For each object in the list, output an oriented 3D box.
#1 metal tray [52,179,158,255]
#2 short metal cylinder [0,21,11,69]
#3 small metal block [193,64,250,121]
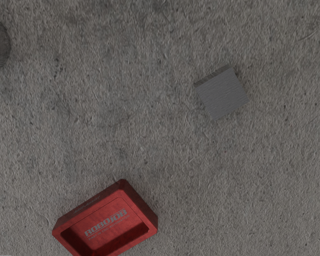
[{"bbox_3d":[-0.080,0.145,0.459,0.130,0.030,0.090,-33,107,11],"label":"metal tray"},{"bbox_3d":[-0.225,-0.098,0.358,0.081,0.050,0.079,0,110,0],"label":"short metal cylinder"},{"bbox_3d":[0.077,-0.045,0.394,0.050,0.025,0.050,-30,108,10],"label":"small metal block"}]
